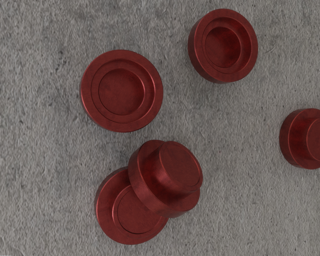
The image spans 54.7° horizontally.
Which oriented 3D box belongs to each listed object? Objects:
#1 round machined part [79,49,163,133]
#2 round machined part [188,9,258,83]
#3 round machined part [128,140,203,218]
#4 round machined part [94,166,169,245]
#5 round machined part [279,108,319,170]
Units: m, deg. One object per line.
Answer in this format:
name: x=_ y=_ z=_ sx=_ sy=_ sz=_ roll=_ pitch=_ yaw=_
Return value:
round machined part: x=-0.049 y=-0.043 z=0.382 sx=0.099 sy=0.042 sz=0.097 roll=0 pitch=90 yaw=-20
round machined part: x=0.083 y=-0.110 z=0.430 sx=0.099 sy=0.042 sz=0.097 roll=0 pitch=90 yaw=-20
round machined part: x=0.014 y=0.055 z=0.376 sx=0.098 sy=0.042 sz=0.098 roll=30 pitch=38 yaw=-26
round machined part: x=-0.030 y=0.099 z=0.389 sx=0.099 sy=0.042 sz=0.097 roll=0 pitch=90 yaw=-20
round machined part: x=0.242 y=0.017 z=0.489 sx=0.099 sy=0.042 sz=0.097 roll=0 pitch=90 yaw=-20
